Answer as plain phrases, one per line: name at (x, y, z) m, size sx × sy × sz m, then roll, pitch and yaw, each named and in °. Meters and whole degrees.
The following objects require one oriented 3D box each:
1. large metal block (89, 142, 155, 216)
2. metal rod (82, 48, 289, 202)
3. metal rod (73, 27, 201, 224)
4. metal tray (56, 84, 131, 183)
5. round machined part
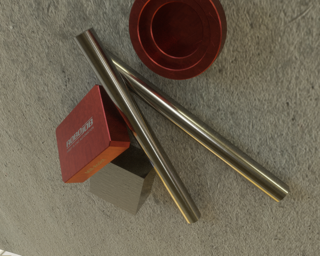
large metal block at (-0.054, 0.071, 0.461) m, size 0.080 × 0.050 × 0.079 m, roll 24°, pitch 127°, yaw 13°
metal rod at (0.029, -0.011, 0.383) m, size 0.300 × 0.025 × 0.025 m, roll 37°, pitch 129°, yaw 2°
metal rod at (-0.018, 0.014, 0.401) m, size 0.025 × 0.025 × 0.299 m, roll -13°, pitch 119°, yaw 33°
metal tray at (-0.098, 0.012, 0.428) m, size 0.129 × 0.030 × 0.090 m, roll -37°, pitch 59°, yaw 38°
round machined part at (0.021, -0.103, 0.320) m, size 0.098 × 0.042 × 0.097 m, roll 13°, pitch 124°, yaw 20°
